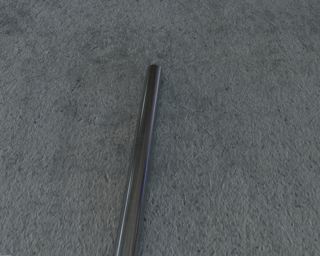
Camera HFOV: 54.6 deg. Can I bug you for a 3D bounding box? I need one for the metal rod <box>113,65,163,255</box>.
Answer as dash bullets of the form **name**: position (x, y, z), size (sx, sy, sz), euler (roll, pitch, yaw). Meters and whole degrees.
- **metal rod**: position (-0.022, 0.027, 0.380), size (0.025, 0.025, 0.300), euler (4, 50, 3)
